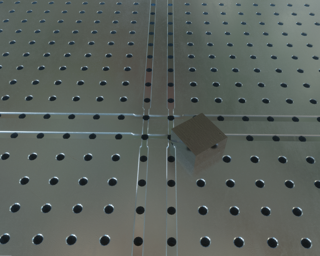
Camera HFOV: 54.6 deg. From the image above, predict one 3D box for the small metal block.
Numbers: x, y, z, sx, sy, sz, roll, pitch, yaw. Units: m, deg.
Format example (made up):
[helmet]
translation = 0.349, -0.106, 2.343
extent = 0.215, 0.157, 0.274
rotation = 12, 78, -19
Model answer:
[small metal block]
translation = 0.049, 0.014, 0.396
extent = 0.050, 0.025, 0.050
rotation = -27, 55, -21
